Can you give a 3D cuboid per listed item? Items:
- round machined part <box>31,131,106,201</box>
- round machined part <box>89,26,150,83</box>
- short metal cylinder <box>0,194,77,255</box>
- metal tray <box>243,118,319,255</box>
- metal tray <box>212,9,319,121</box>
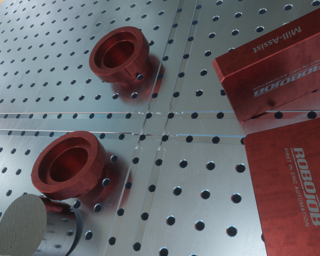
[{"bbox_3d":[-0.117,0.054,0.415,0.098,0.042,0.098,-14,44,14],"label":"round machined part"},{"bbox_3d":[-0.060,-0.111,0.496,0.098,0.042,0.098,-13,56,20],"label":"round machined part"},{"bbox_3d":[-0.153,0.127,0.387,0.080,0.050,0.080,-12,63,24],"label":"short metal cylinder"},{"bbox_3d":[0.138,0.059,0.296,0.090,0.030,0.130,-15,56,19],"label":"metal tray"},{"bbox_3d":[0.132,-0.064,0.336,0.130,0.090,0.030,-24,53,13],"label":"metal tray"}]
